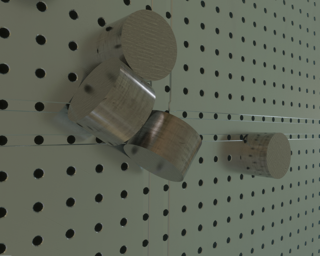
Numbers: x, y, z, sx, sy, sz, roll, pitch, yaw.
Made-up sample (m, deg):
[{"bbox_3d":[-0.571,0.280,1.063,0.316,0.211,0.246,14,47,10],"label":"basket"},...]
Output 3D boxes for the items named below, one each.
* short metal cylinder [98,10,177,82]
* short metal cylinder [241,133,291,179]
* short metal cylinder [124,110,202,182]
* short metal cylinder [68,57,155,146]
[{"bbox_3d":[-0.026,-0.094,0.370,0.081,0.050,0.079,0,90,-40],"label":"short metal cylinder"},{"bbox_3d":[0.189,0.047,0.551,0.081,0.050,0.079,0,90,-40],"label":"short metal cylinder"},{"bbox_3d":[0.004,0.023,0.376,0.080,0.080,0.050,45,63,-31],"label":"short metal cylinder"},{"bbox_3d":[-0.052,-0.028,0.330,0.050,0.080,0.080,39,67,-33],"label":"short metal cylinder"}]
